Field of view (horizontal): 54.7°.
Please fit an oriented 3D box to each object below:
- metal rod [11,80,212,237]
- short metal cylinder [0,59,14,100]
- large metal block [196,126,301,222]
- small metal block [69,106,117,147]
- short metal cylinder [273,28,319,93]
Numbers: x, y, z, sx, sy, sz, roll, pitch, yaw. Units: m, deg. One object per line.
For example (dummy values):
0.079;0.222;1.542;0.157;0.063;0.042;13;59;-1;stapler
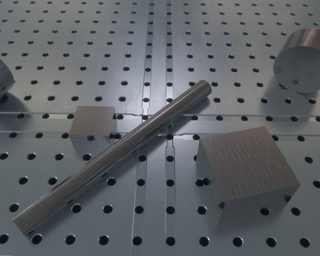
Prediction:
-0.039;0.021;0.389;0.025;0.025;0.302;37;59;27;metal rod
-0.253;-0.067;0.427;0.080;0.080;0.050;15;52;12;short metal cylinder
0.094;0.050;0.350;0.081;0.050;0.080;-10;51;-9;large metal block
-0.087;-0.002;0.409;0.050;0.025;0.050;2;50;1;small metal block
0.215;-0.098;0.456;0.080;0.080;0.050;23;54;18;short metal cylinder
